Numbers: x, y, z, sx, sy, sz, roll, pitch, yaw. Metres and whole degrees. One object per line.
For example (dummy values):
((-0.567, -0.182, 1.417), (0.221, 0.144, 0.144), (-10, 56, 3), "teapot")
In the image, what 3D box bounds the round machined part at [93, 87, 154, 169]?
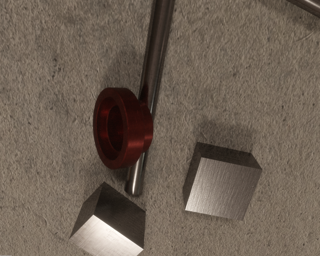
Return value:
((-0.043, 0.000, 0.379), (0.042, 0.098, 0.097), (-4, 114, -34), "round machined part")

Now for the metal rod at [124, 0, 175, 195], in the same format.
((-0.013, -0.050, 0.391), (0.025, 0.025, 0.298), (9, 110, -4), "metal rod")

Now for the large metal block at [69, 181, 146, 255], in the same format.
((-0.068, 0.134, 0.429), (0.080, 0.080, 0.050), (40, 105, -14), "large metal block")

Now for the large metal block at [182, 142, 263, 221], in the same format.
((0.081, 0.072, 0.424), (0.081, 0.050, 0.079), (12, 110, -5), "large metal block")

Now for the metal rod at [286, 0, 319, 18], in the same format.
((0.061, -0.196, 0.338), (0.302, 0.025, 0.025), (23, 108, -9), "metal rod")
